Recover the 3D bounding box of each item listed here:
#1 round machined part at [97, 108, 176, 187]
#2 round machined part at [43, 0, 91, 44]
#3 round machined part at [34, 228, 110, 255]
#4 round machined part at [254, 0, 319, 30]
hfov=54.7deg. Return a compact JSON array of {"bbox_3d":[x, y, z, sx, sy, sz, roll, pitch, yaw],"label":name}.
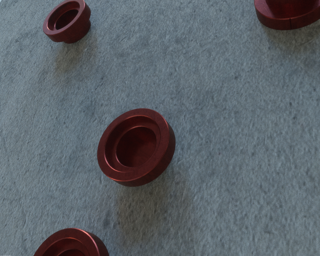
[{"bbox_3d":[-0.025,0.027,0.388,0.098,0.042,0.098,-13,56,20],"label":"round machined part"},{"bbox_3d":[-0.177,-0.205,0.609,0.098,0.042,0.098,-13,56,20],"label":"round machined part"},{"bbox_3d":[-0.095,0.164,0.341,0.098,0.042,0.098,-13,56,20],"label":"round machined part"},{"bbox_3d":[0.176,-0.182,0.412,0.098,0.042,0.098,-13,56,20],"label":"round machined part"}]
